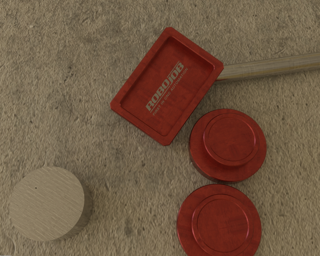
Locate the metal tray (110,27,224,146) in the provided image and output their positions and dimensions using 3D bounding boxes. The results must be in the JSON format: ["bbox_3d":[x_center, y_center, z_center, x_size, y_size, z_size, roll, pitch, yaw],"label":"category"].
[{"bbox_3d":[0.009,-0.052,0.401,0.090,0.030,0.130,35,85,0],"label":"metal tray"}]

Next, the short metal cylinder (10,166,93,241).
[{"bbox_3d":[-0.123,0.089,0.361,0.081,0.050,0.080,0,70,0],"label":"short metal cylinder"}]

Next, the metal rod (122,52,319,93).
[{"bbox_3d":[0.098,-0.077,0.437,0.302,0.025,0.025,-9,70,-4],"label":"metal rod"}]

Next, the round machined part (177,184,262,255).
[{"bbox_3d":[0.069,0.113,0.359,0.099,0.042,0.098,0,70,-1],"label":"round machined part"}]

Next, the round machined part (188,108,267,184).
[{"bbox_3d":[0.086,0.020,0.393,0.099,0.042,0.098,0,70,-1],"label":"round machined part"}]
